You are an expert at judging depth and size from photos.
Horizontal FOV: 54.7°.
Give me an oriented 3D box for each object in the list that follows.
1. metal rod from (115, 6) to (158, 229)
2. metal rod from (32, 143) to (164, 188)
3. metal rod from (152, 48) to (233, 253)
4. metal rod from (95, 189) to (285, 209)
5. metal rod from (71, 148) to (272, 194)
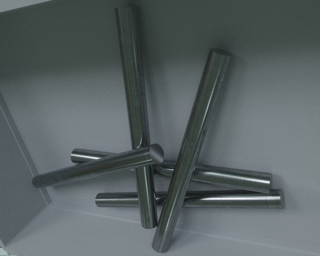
[{"bbox_3d":[-0.026,0.004,0.399,0.025,0.025,0.298,6,115,24],"label":"metal rod"},{"bbox_3d":[-0.113,0.065,0.472,0.299,0.025,0.025,-17,110,40],"label":"metal rod"},{"bbox_3d":[0.032,0.048,0.393,0.025,0.025,0.298,22,119,14],"label":"metal rod"},{"bbox_3d":[0.024,0.106,0.458,0.300,0.025,0.025,-8,114,31],"label":"metal rod"},{"bbox_3d":[-0.001,0.056,0.441,0.301,0.025,0.025,5,121,25],"label":"metal rod"}]
